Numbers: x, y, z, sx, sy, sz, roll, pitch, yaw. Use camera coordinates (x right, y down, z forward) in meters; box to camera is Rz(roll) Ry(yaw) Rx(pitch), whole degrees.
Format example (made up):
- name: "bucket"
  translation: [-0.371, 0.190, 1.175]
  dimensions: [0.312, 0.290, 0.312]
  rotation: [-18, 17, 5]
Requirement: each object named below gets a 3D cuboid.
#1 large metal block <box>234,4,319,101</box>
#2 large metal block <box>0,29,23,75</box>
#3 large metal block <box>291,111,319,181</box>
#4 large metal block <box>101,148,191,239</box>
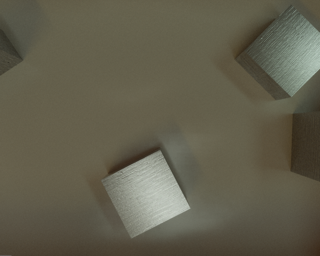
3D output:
- name: "large metal block"
  translation: [0.159, -0.094, 0.400]
  dimensions: [0.080, 0.050, 0.080]
  rotation: [45, 90, 0]
- name: "large metal block"
  translation: [-0.234, -0.090, 0.382]
  dimensions: [0.080, 0.080, 0.050]
  rotation: [-34, 90, 0]
- name: "large metal block"
  translation: [0.206, 0.021, 0.385]
  dimensions: [0.050, 0.080, 0.080]
  rotation: [2, 90, 0]
- name: "large metal block"
  translation: [-0.017, 0.080, 0.399]
  dimensions: [0.080, 0.050, 0.080]
  rotation: [-27, 90, 0]
